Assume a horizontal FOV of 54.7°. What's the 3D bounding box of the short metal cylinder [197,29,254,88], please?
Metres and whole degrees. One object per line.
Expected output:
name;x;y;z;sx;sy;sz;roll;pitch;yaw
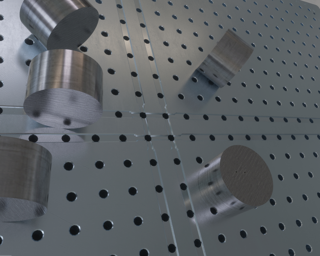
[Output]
short metal cylinder;0.103;-0.111;0.495;0.050;0.080;0.080;38;51;-3

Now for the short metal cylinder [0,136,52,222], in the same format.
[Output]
short metal cylinder;-0.138;0.047;0.269;0.081;0.080;0.050;8;58;-24

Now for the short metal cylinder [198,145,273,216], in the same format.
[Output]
short metal cylinder;0.098;0.069;0.402;0.081;0.050;0.080;14;56;-21

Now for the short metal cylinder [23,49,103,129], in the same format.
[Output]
short metal cylinder;-0.104;-0.040;0.341;0.081;0.080;0.050;8;58;-24

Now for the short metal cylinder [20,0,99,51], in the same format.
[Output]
short metal cylinder;-0.125;-0.138;0.390;0.050;0.080;0.080;48;51;5
